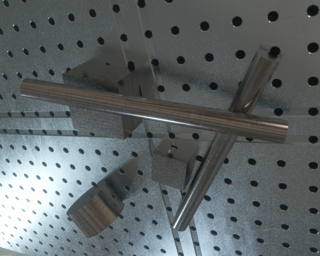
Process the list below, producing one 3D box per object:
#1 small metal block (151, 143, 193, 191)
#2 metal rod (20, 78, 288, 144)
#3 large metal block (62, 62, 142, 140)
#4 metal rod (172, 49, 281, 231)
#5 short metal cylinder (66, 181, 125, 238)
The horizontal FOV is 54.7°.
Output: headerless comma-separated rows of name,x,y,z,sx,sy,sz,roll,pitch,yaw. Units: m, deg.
small metal block,0.017,0.055,0.437,0.050,0.025,0.050,16,125,19
metal rod,-0.016,-0.022,0.349,0.301,0.025,0.025,10,123,10
large metal block,-0.073,-0.038,0.410,0.080,0.050,0.079,11,123,22
metal rod,0.070,0.040,0.399,0.025,0.025,0.298,27,128,11
short metal cylinder,-0.106,0.133,0.514,0.080,0.080,0.050,-30,102,38
